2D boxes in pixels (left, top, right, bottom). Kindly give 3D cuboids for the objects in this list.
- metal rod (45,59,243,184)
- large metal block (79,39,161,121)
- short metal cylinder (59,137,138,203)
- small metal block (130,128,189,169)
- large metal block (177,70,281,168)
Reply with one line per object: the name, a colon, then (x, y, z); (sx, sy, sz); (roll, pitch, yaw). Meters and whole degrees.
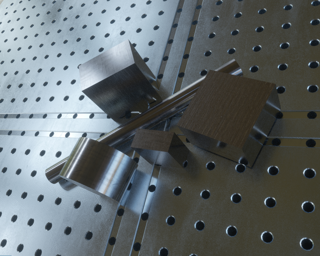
metal rod: (-0.027, -0.005, 0.423); (0.301, 0.025, 0.025); (-30, 52, 8)
large metal block: (-0.056, -0.065, 0.442); (0.080, 0.080, 0.050); (-25, 53, 12)
short metal cylinder: (-0.074, 0.052, 0.377); (0.080, 0.080, 0.050); (12, 68, 33)
small metal block: (0.001, 0.025, 0.375); (0.050, 0.050, 0.025); (5, 65, 30)
large metal block: (0.080, -0.013, 0.354); (0.080, 0.050, 0.080); (21, 73, 35)
